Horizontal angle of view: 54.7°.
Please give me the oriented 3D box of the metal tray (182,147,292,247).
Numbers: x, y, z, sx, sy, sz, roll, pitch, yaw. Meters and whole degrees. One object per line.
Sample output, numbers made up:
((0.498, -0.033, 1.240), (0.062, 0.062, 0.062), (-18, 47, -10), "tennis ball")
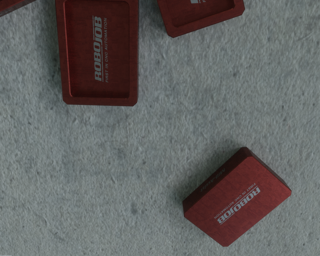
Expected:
((0.108, 0.101, 0.446), (0.090, 0.030, 0.130), (41, 105, -14), "metal tray")

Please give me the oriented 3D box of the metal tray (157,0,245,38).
((0.033, -0.177, 0.342), (0.090, 0.030, 0.129), (-18, 110, 6), "metal tray")

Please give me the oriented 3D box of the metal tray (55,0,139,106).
((-0.071, -0.093, 0.371), (0.091, 0.030, 0.129), (2, 110, -1), "metal tray")

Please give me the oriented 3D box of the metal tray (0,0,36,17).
((-0.211, -0.165, 0.343), (0.130, 0.030, 0.090), (-22, 109, 7), "metal tray")
